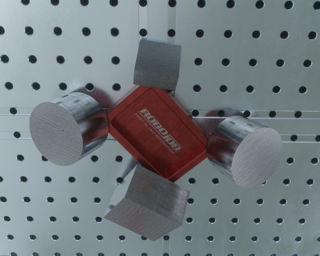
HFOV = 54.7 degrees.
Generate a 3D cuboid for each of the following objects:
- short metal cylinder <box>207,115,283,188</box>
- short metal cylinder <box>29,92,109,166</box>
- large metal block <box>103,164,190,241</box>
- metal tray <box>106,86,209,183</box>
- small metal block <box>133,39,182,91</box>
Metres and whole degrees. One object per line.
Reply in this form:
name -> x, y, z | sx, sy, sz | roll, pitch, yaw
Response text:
short metal cylinder -> 0.108, 0.029, 0.395 | 0.081, 0.050, 0.079 | -10, 113, -25
short metal cylinder -> -0.112, 0.000, 0.383 | 0.080, 0.050, 0.079 | 9, 113, 24
large metal block -> -0.019, 0.104, 0.420 | 0.080, 0.050, 0.080 | 29, 138, -11
metal tray -> -0.001, 0.006, 0.412 | 0.090, 0.030, 0.130 | -40, 106, 13
small metal block -> -0.003, -0.075, 0.369 | 0.050, 0.050, 0.025 | 9, 148, -3
